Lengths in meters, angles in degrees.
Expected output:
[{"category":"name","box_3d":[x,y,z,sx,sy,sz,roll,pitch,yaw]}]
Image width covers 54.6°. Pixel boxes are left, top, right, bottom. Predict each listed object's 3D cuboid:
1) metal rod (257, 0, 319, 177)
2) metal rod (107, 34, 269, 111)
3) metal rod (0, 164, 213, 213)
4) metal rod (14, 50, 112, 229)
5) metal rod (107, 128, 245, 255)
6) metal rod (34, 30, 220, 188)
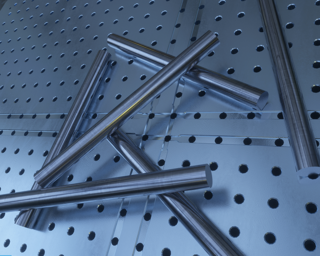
[{"category":"metal rod","box_3d":[0.149,-0.085,0.382,0.025,0.025,0.300,-13,56,21]},{"category":"metal rod","box_3d":[0.019,-0.093,0.456,0.300,0.025,0.025,31,79,38]},{"category":"metal rod","box_3d":[-0.086,0.077,0.373,0.300,0.025,0.025,-12,57,22]},{"category":"metal rod","box_3d":[-0.141,0.004,0.481,0.025,0.025,0.300,6,64,31]},{"category":"metal rod","box_3d":[0.008,0.073,0.359,0.025,0.025,0.300,-46,51,-4]},{"category":"metal rod","box_3d":[-0.044,-0.024,0.413,0.300,0.025,0.025,-39,51,1]}]
